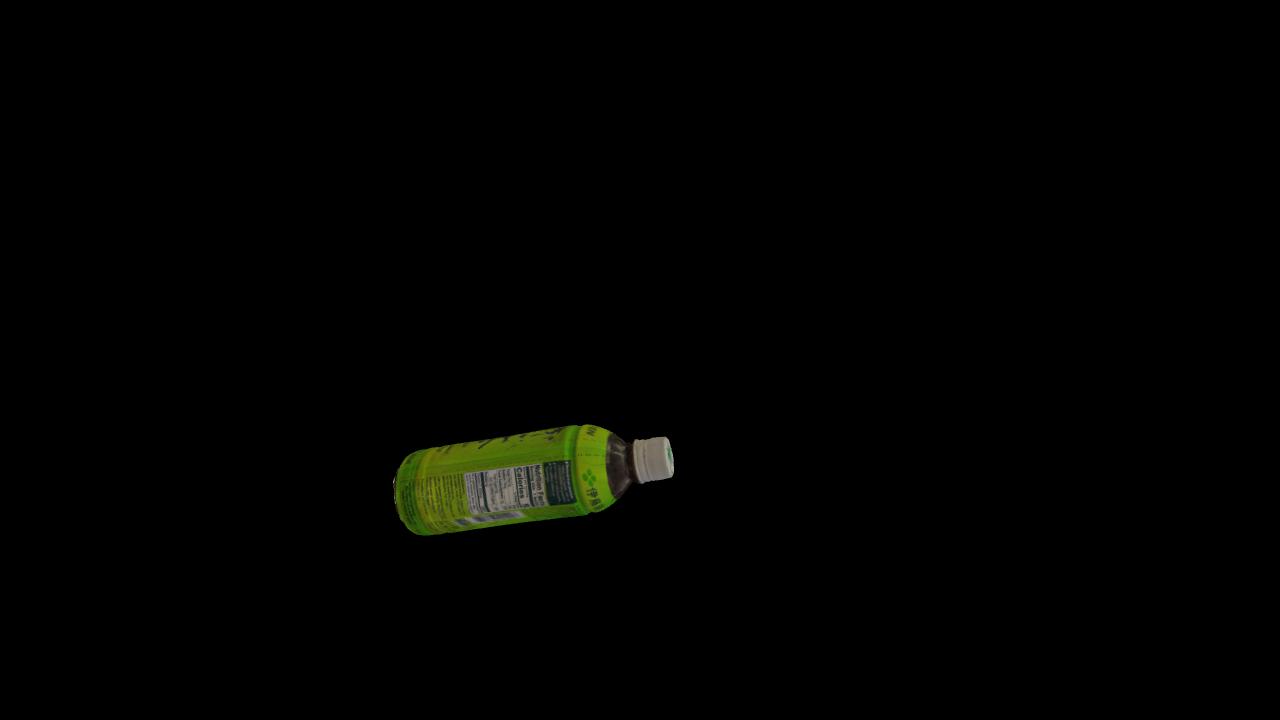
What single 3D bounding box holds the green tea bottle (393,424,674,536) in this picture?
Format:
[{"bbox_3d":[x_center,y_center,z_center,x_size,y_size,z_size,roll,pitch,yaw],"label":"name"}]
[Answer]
[{"bbox_3d":[-0.079,0.090,0.474,0.212,0.073,0.073,-8,-2,13],"label":"green tea bottle"}]
